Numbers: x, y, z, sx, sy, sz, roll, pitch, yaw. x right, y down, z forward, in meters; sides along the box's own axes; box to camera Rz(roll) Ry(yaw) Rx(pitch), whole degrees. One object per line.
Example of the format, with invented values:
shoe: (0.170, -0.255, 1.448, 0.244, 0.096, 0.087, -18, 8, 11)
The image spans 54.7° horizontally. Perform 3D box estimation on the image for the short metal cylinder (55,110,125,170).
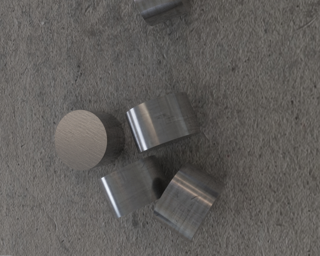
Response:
short metal cylinder: (-0.096, 0.016, 0.430, 0.080, 0.050, 0.080, 0, 90, 20)

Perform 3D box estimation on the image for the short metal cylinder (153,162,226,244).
short metal cylinder: (0.035, 0.087, 0.367, 0.050, 0.080, 0.080, 31, 100, 17)

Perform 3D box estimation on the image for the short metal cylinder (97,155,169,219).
short metal cylinder: (-0.031, 0.074, 0.391, 0.080, 0.080, 0.050, -28, 81, 18)

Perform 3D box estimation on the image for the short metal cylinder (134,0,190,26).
short metal cylinder: (0.000, -0.173, 0.380, 0.050, 0.080, 0.080, -14, 85, 19)

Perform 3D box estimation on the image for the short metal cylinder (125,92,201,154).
short metal cylinder: (0.004, -0.005, 0.378, 0.080, 0.080, 0.050, -22, 83, 19)
